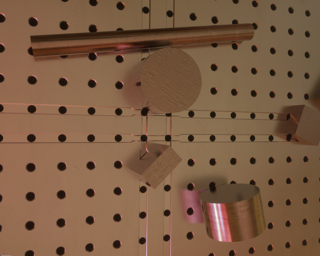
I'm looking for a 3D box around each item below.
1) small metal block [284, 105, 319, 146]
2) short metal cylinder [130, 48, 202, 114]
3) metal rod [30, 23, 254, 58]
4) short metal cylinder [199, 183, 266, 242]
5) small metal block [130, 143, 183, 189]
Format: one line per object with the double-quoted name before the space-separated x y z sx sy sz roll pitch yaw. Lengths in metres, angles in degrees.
"small metal block" 0.234 -0.004 0.499 0.050 0.025 0.050 24 82 -19
"short metal cylinder" 0.006 -0.058 0.401 0.081 0.050 0.080 0 90 -20
"metal rod" -0.008 -0.118 0.409 0.302 0.025 0.025 -10 94 -20
"short metal cylinder" 0.098 0.112 0.419 0.081 0.080 0.050 -12 94 -20
"small metal block" -0.006 0.047 0.397 0.050 0.050 0.025 -45 104 -14
